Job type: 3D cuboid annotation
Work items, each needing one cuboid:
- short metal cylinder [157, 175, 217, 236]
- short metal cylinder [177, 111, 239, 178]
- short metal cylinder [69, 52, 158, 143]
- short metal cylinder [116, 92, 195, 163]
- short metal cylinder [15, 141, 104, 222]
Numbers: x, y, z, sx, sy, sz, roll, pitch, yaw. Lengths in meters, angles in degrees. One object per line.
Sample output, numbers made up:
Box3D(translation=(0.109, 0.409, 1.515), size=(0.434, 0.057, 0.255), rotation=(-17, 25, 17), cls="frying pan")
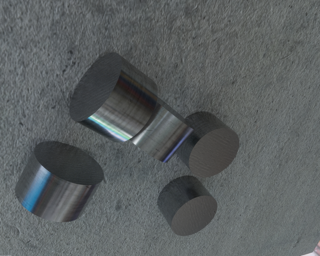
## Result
Box3D(translation=(0.043, 0.122, 0.490), size=(0.081, 0.050, 0.079), rotation=(-14, 124, -21), cls="short metal cylinder")
Box3D(translation=(0.064, 0.023, 0.440), size=(0.081, 0.050, 0.079), rotation=(-14, 124, -21), cls="short metal cylinder")
Box3D(translation=(-0.049, -0.031, 0.324), size=(0.050, 0.080, 0.080), rotation=(34, 99, -37), cls="short metal cylinder")
Box3D(translation=(-0.006, -0.004, 0.365), size=(0.080, 0.080, 0.050), rotation=(33, 100, -38), cls="short metal cylinder")
Box3D(translation=(-0.111, 0.058, 0.346), size=(0.080, 0.080, 0.050), rotation=(21, 107, -36), cls="short metal cylinder")
